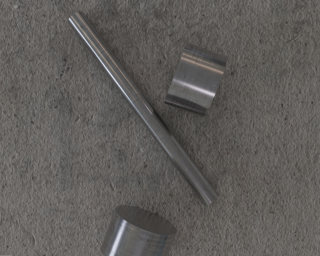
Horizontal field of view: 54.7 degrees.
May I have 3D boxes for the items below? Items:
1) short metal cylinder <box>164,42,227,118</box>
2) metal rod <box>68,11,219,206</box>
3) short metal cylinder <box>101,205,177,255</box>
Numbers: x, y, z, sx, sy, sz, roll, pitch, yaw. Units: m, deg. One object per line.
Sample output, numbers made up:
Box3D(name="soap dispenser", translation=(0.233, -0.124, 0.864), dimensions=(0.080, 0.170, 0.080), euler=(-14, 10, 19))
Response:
Box3D(name="short metal cylinder", translation=(0.043, -0.059, 0.383), dimensions=(0.050, 0.080, 0.080), euler=(21, 90, 0))
Box3D(name="metal rod", translation=(-0.021, -0.025, 0.409), dimensions=(0.025, 0.025, 0.299), euler=(-37, 90, 0))
Box3D(name="short metal cylinder", translation=(-0.026, 0.136, 0.382), dimensions=(0.080, 0.080, 0.050), euler=(20, 90, 0))
